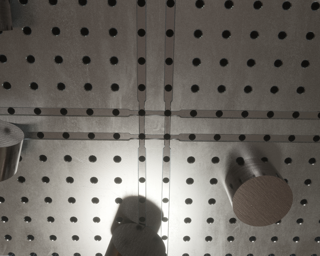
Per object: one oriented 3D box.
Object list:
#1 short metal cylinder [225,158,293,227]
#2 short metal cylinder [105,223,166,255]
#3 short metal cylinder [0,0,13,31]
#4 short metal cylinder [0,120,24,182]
[{"bbox_3d":[0.136,0.090,0.435,0.081,0.050,0.079,0,110,-1],"label":"short metal cylinder"},{"bbox_3d":[-0.038,0.186,0.452,0.080,0.080,0.050,19,109,-7],"label":"short metal cylinder"},{"bbox_3d":[-0.205,-0.133,0.332,0.081,0.080,0.050,3,110,-2],"label":"short metal cylinder"},{"bbox_3d":[-0.219,0.026,0.391,0.080,0.080,0.050,17,109,-7],"label":"short metal cylinder"}]
